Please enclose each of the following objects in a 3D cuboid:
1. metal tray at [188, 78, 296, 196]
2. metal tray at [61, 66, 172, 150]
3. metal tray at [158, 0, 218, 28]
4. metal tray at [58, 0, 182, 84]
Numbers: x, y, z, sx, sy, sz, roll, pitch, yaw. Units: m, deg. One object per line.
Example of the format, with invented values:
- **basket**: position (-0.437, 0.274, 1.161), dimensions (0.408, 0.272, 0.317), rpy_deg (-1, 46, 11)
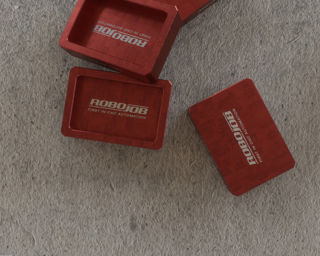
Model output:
- **metal tray**: position (0.105, 0.011, 0.408), dimensions (0.090, 0.030, 0.130), rpy_deg (-28, 90, 0)
- **metal tray**: position (-0.055, -0.025, 0.406), dimensions (0.131, 0.030, 0.089), rpy_deg (9, 90, 0)
- **metal tray**: position (0.042, -0.202, 0.407), dimensions (0.130, 0.030, 0.090), rpy_deg (-37, 90, 0)
- **metal tray**: position (-0.050, -0.118, 0.384), dimensions (0.130, 0.030, 0.090), rpy_deg (22, 85, 17)
